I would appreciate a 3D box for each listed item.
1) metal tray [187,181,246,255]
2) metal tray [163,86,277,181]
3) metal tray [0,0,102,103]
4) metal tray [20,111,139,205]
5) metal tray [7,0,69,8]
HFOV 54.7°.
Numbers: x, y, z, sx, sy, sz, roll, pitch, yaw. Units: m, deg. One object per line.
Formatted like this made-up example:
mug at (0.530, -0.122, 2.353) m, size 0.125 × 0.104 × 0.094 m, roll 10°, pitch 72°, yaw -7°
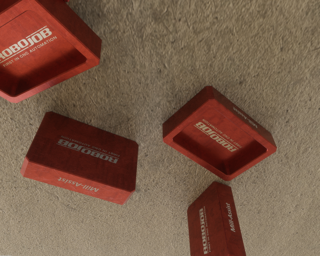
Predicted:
metal tray at (0.081, 0.159, 0.474) m, size 0.030 × 0.130 × 0.089 m, roll 22°, pitch 127°, yaw -18°
metal tray at (0.079, 0.013, 0.415) m, size 0.130 × 0.030 × 0.090 m, roll 33°, pitch 123°, yaw -25°
metal tray at (-0.136, -0.078, 0.310) m, size 0.130 × 0.030 × 0.090 m, roll -19°, pitch 144°, yaw 24°
metal tray at (-0.095, 0.037, 0.395) m, size 0.131 × 0.090 × 0.030 m, roll 21°, pitch 127°, yaw -17°
metal tray at (-0.149, -0.154, 0.270) m, size 0.131 × 0.030 × 0.089 m, roll -5°, pitch 130°, yaw 3°
